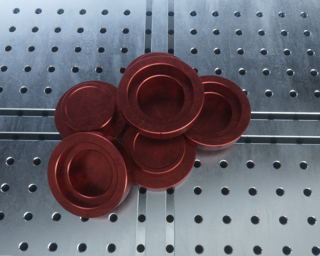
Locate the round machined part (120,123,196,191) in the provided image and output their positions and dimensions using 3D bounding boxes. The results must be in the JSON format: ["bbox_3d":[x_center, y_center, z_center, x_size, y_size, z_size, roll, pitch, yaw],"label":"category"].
[{"bbox_3d":[-0.003,0.028,0.392,0.099,0.042,0.098,0,70,0],"label":"round machined part"}]

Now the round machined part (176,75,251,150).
[{"bbox_3d":[0.065,-0.017,0.409,0.099,0.042,0.098,0,70,0],"label":"round machined part"}]

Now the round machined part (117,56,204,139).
[{"bbox_3d":[0.001,-0.033,0.369,0.099,0.042,0.098,0,70,0],"label":"round machined part"}]

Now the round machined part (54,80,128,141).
[{"bbox_3d":[-0.090,-0.020,0.410,0.099,0.042,0.098,0,70,0],"label":"round machined part"}]

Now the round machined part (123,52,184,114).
[{"bbox_3d":[-0.003,-0.064,0.426,0.099,0.042,0.098,0,70,0],"label":"round machined part"}]

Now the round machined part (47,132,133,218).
[{"bbox_3d":[-0.079,0.052,0.369,0.098,0.042,0.097,1,93,14],"label":"round machined part"}]
